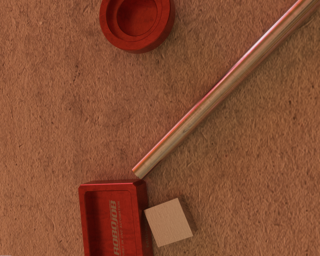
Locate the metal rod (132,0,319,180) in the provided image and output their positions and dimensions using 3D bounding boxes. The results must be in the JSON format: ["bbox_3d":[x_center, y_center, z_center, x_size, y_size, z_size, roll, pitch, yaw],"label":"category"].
[{"bbox_3d":[0.073,-0.044,0.382,0.299,0.025,0.025,-46,76,14],"label":"metal rod"}]

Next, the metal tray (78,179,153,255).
[{"bbox_3d":[-0.060,0.138,0.423,0.090,0.030,0.129,-6,89,21],"label":"metal tray"}]

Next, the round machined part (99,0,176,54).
[{"bbox_3d":[-0.026,-0.146,0.408,0.098,0.042,0.097,0,90,19],"label":"round machined part"}]

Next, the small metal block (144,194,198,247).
[{"bbox_3d":[0.014,0.120,0.403,0.050,0.025,0.050,-25,82,18],"label":"small metal block"}]
